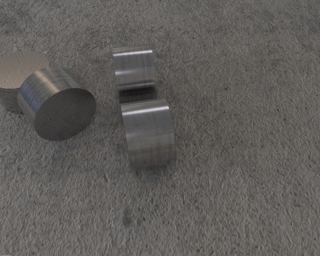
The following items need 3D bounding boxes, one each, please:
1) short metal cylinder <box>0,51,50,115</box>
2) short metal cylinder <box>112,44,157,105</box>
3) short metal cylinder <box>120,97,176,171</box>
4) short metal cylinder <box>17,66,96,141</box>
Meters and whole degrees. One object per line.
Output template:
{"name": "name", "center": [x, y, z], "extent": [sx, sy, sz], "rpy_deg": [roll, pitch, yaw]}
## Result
{"name": "short metal cylinder", "center": [-0.192, -0.065, 0.440], "extent": [0.080, 0.050, 0.080], "rpy_deg": [0, 50, 0]}
{"name": "short metal cylinder", "center": [-0.035, -0.073, 0.429], "extent": [0.050, 0.080, 0.080], "rpy_deg": [-8, 51, -6]}
{"name": "short metal cylinder", "center": [-0.015, 0.007, 0.361], "extent": [0.050, 0.080, 0.080], "rpy_deg": [-9, 51, -8]}
{"name": "short metal cylinder", "center": [-0.129, -0.030, 0.392], "extent": [0.081, 0.080, 0.050], "rpy_deg": [-31, 57, -23]}
